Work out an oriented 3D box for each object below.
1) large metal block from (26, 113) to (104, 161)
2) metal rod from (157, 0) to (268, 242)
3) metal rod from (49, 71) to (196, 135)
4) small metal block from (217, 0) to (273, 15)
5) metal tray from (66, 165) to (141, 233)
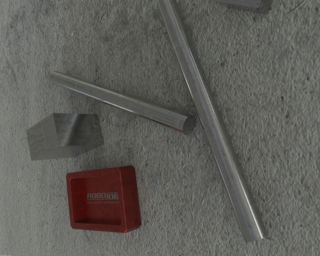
[{"bbox_3d":[-0.150,0.015,0.490,0.080,0.081,0.050,-24,75,37],"label":"large metal block"},{"bbox_3d":[0.054,-0.023,0.358,0.025,0.025,0.299,-29,72,36],"label":"metal rod"},{"bbox_3d":[-0.076,-0.047,0.464,0.300,0.025,0.025,21,104,37],"label":"metal rod"},{"bbox_3d":[0.095,-0.151,0.326,0.050,0.025,0.050,27,107,36],"label":"small metal block"},{"bbox_3d":[-0.090,0.108,0.473,0.130,0.030,0.089,-12,83,39],"label":"metal tray"}]
